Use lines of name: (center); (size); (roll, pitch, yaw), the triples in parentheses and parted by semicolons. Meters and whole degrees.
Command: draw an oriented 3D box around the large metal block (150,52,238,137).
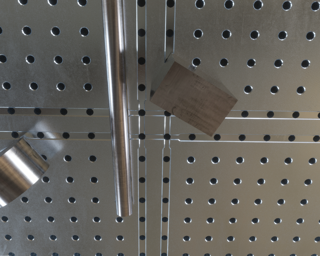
large metal block: (0.036, -0.043, 0.369); (0.080, 0.080, 0.050); (30, 107, -11)

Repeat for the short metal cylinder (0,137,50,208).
short metal cylinder: (-0.194, 0.056, 0.402); (0.080, 0.080, 0.050); (-33, 107, 11)

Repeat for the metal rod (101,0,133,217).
metal rod: (-0.054, -0.016, 0.406); (0.025, 0.025, 0.298); (-1, 110, 0)
